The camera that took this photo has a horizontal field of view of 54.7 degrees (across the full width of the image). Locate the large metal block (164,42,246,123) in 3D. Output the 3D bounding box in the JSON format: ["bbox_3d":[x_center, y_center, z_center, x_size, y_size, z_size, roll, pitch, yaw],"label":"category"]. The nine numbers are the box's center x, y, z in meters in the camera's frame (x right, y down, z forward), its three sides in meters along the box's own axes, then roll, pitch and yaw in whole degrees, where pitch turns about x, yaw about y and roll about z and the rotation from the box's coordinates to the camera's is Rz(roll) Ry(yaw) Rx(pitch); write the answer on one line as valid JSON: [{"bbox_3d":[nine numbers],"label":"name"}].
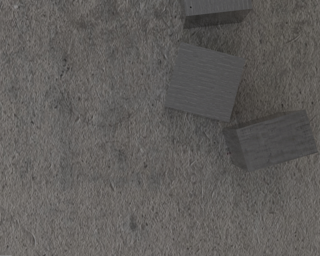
[{"bbox_3d":[0.054,-0.055,0.398,0.080,0.050,0.080,14,90,0],"label":"large metal block"}]

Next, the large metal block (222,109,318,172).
[{"bbox_3d":[0.130,0.014,0.383,0.080,0.080,0.050,-16,90,0],"label":"large metal block"}]

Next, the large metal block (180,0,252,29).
[{"bbox_3d":[0.067,-0.179,0.398,0.080,0.050,0.080,-7,90,0],"label":"large metal block"}]
